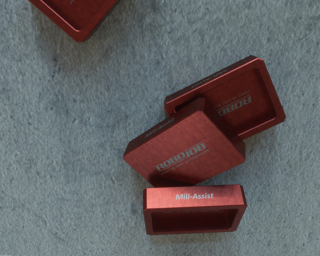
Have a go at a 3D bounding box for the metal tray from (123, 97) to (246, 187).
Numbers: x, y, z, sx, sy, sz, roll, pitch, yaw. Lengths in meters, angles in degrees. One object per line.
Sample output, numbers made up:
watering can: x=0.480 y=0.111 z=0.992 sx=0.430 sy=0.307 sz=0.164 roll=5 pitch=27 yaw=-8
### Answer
metal tray: x=0.029 y=0.030 z=0.393 sx=0.130 sy=0.030 sz=0.090 roll=-32 pitch=113 yaw=31

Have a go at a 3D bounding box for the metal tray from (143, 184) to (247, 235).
metal tray: x=0.044 y=0.115 z=0.427 sx=0.131 sy=0.030 sz=0.090 roll=-2 pitch=141 yaw=-1

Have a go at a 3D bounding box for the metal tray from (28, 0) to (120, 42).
metal tray: x=-0.081 y=-0.173 z=0.342 sx=0.090 sy=0.030 sz=0.130 roll=41 pitch=105 yaw=-14

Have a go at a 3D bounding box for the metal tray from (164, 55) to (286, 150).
metal tray: x=0.082 y=-0.024 z=0.399 sx=0.130 sy=0.030 sz=0.090 roll=-26 pitch=108 yaw=8
